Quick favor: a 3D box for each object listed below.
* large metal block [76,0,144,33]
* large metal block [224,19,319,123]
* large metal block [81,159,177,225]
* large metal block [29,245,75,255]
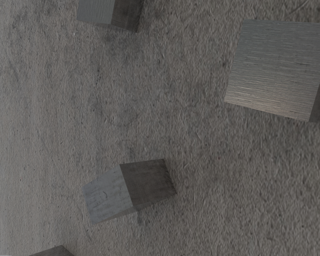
[{"bbox_3d":[-0.070,-0.187,0.446,0.080,0.050,0.079,21,104,38],"label":"large metal block"},{"bbox_3d":[0.117,-0.054,0.292,0.080,0.050,0.079,20,103,38],"label":"large metal block"},{"bbox_3d":[-0.040,0.081,0.402,0.080,0.081,0.050,-33,70,35],"label":"large metal block"},{"bbox_3d":[-0.196,0.260,0.531,0.050,0.081,0.079,17,101,39],"label":"large metal block"}]
